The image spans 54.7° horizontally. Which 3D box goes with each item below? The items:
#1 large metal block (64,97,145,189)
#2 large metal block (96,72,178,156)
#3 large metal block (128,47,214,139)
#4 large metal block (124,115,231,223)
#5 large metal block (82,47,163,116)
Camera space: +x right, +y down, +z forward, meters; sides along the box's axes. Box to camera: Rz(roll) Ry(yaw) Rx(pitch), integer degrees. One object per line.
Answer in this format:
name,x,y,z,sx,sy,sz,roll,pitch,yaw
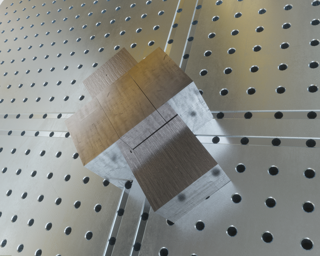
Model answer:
large metal block,-0.065,0.020,0.394,0.050,0.080,0.080,-38,51,3
large metal block,-0.026,-0.011,0.392,0.050,0.080,0.080,-38,51,3
large metal block,0.014,-0.042,0.390,0.050,0.080,0.080,-38,51,3
large metal block,0.018,0.046,0.353,0.080,0.050,0.080,-38,51,3
large metal block,-0.054,-0.058,0.451,0.080,0.050,0.080,-39,51,2
